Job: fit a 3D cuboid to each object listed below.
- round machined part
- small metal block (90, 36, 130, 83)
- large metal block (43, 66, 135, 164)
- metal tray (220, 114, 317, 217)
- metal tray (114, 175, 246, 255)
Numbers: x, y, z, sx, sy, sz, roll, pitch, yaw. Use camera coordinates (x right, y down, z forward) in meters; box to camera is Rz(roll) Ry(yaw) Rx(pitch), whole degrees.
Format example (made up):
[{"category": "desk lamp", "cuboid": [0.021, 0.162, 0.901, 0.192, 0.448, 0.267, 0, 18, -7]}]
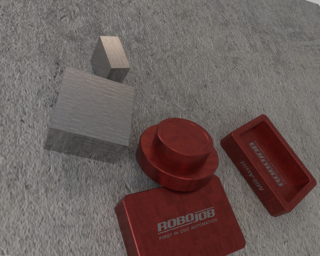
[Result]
[{"category": "round machined part", "cuboid": [0.024, 0.024, 0.370, 0.099, 0.042, 0.098, 12, 36, -9]}, {"category": "small metal block", "cuboid": [-0.066, -0.083, 0.403, 0.025, 0.050, 0.050, -8, 66, -32]}, {"category": "large metal block", "cuboid": [-0.079, -0.013, 0.353, 0.081, 0.050, 0.080, 15, 56, -20]}, {"category": "metal tray", "cuboid": [0.160, 0.051, 0.455, 0.091, 0.030, 0.130, -25, 75, -37]}, {"category": "metal tray", "cuboid": [0.025, 0.109, 0.347, 0.131, 0.030, 0.090, -7, 65, -31]}]
